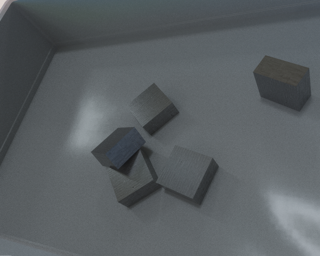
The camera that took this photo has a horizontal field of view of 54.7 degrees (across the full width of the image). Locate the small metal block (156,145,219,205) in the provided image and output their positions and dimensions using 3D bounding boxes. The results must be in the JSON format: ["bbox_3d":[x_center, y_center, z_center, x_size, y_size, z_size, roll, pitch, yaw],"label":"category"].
[{"bbox_3d":[0.032,0.053,0.356,0.050,0.025,0.050,17,71,35],"label":"small metal block"}]

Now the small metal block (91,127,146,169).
[{"bbox_3d":[-0.054,0.025,0.398,0.050,0.025,0.050,-44,21,-25],"label":"small metal block"}]

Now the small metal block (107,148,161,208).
[{"bbox_3d":[-0.032,0.062,0.385,0.050,0.025,0.050,-33,52,6],"label":"small metal block"}]

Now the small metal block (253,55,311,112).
[{"bbox_3d":[0.138,-0.050,0.348,0.050,0.050,0.025,31,79,38],"label":"small metal block"}]

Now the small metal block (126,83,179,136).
[{"bbox_3d":[-0.010,-0.026,0.428,0.050,0.025,0.050,-40,51,1],"label":"small metal block"}]
